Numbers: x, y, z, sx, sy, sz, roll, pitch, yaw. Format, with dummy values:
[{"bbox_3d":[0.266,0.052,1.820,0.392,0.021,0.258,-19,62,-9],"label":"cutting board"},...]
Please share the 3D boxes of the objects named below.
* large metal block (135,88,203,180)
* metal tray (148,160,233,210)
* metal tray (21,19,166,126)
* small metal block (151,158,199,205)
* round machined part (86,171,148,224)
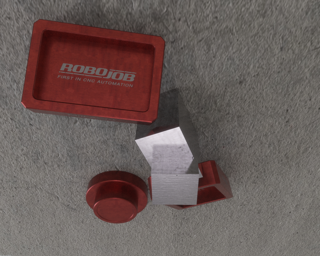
[{"bbox_3d":[0.013,0.011,0.378,0.050,0.080,0.080,-17,125,14],"label":"large metal block"},{"bbox_3d":[0.048,0.086,0.440,0.090,0.030,0.130,-17,155,14],"label":"metal tray"},{"bbox_3d":[-0.065,-0.055,0.319,0.131,0.090,0.030,6,173,-6],"label":"metal tray"},{"bbox_3d":[0.017,0.061,0.349,0.050,0.025,0.050,0,127,1],"label":"small metal block"},{"bbox_3d":[-0.069,0.116,0.494,0.099,0.042,0.097,0,130,0],"label":"round machined part"}]
